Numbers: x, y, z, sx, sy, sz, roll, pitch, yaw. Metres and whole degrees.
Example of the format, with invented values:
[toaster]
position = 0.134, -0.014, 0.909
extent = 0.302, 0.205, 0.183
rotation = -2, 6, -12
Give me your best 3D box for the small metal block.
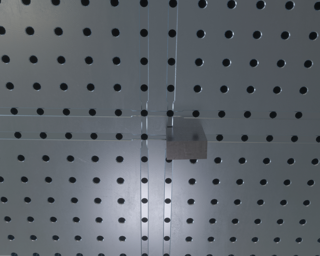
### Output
[small metal block]
position = 0.033, 0.019, 0.407
extent = 0.050, 0.050, 0.025
rotation = -1, 110, 0
